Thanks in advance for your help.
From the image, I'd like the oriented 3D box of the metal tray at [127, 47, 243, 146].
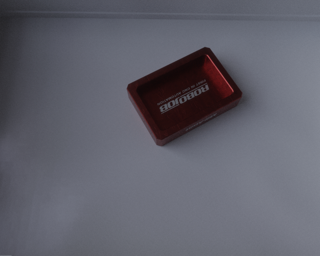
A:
[{"bbox_3d":[0.033,-0.045,0.423,0.131,0.030,0.090,-28,72,-10],"label":"metal tray"}]
